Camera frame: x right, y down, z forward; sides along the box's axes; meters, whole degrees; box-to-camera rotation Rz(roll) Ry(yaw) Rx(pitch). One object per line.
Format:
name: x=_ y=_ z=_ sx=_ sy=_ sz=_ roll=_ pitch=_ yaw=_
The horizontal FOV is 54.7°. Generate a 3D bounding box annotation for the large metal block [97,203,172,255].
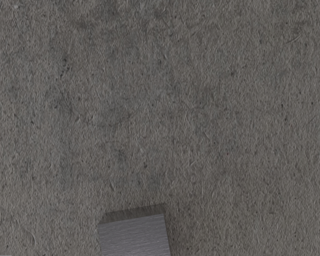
large metal block: x=-0.029 y=0.149 z=0.397 sx=0.080 sy=0.050 sz=0.080 roll=-10 pitch=90 yaw=0
